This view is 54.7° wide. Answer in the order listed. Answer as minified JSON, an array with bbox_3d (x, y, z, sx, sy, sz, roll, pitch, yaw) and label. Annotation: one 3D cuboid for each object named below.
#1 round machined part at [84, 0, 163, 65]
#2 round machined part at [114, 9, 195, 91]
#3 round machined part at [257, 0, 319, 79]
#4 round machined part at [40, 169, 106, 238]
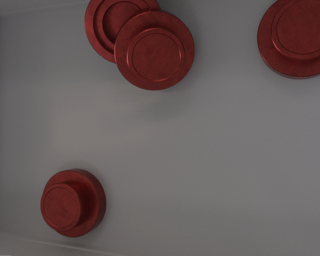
[{"bbox_3d":[-0.044,-0.135,0.402,0.099,0.042,0.097,-1,115,-2],"label":"round machined part"},{"bbox_3d":[-0.006,-0.091,0.377,0.099,0.042,0.097,-3,118,-5],"label":"round machined part"},{"bbox_3d":[0.160,-0.106,0.345,0.098,0.042,0.097,0,90,20],"label":"round machined part"},{"bbox_3d":[-0.132,0.110,0.448,0.098,0.042,0.097,0,90,20],"label":"round machined part"}]
